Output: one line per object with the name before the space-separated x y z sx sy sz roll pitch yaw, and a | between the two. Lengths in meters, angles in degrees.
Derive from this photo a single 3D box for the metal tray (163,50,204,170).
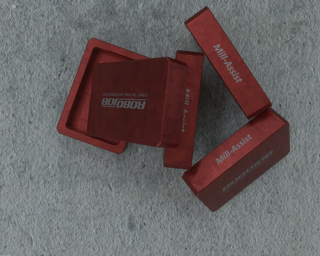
metal tray | 0.026 -0.020 0.379 0.030 0.090 0.129 6 91 0

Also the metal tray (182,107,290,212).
metal tray | 0.098 0.043 0.380 0.130 0.090 0.030 -38 55 0

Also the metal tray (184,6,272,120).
metal tray | 0.082 -0.076 0.377 0.030 0.090 0.130 -33 90 14

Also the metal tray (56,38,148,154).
metal tray | -0.069 -0.041 0.408 0.090 0.030 0.129 20 90 -1

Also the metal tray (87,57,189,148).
metal tray | -0.031 -0.030 0.354 0.130 0.030 0.089 7 90 44
